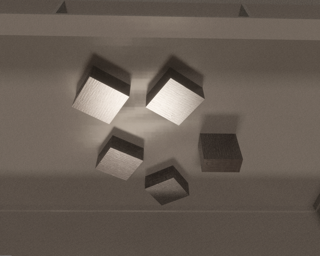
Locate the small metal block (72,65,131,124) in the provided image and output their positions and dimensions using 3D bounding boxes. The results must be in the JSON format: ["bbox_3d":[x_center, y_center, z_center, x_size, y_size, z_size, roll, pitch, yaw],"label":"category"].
[{"bbox_3d":[-0.071,-0.039,0.375,0.050,0.025,0.050,26,125,-21],"label":"small metal block"}]

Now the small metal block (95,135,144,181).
[{"bbox_3d":[-0.058,0.044,0.446,0.050,0.025,0.050,25,126,-20],"label":"small metal block"}]

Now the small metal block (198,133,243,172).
[{"bbox_3d":[0.081,0.033,0.422,0.050,0.050,0.025,1,130,-1],"label":"small metal block"}]

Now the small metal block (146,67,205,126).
[{"bbox_3d":[0.018,-0.037,0.378,0.050,0.025,0.050,28,124,-23],"label":"small metal block"}]

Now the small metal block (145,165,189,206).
[{"bbox_3d":[0.011,0.091,0.487,0.050,0.025,0.050,-25,126,19],"label":"small metal block"}]
